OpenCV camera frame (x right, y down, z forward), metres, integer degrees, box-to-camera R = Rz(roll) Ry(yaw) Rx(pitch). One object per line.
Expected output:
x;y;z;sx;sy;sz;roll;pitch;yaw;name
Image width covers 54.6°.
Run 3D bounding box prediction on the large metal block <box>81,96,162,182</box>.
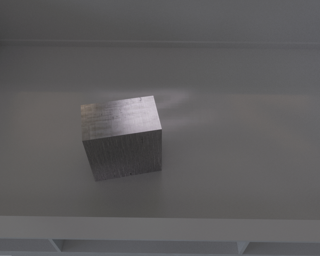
-0.042;0.014;0.358;0.080;0.080;0.050;-8;51;-7;large metal block
